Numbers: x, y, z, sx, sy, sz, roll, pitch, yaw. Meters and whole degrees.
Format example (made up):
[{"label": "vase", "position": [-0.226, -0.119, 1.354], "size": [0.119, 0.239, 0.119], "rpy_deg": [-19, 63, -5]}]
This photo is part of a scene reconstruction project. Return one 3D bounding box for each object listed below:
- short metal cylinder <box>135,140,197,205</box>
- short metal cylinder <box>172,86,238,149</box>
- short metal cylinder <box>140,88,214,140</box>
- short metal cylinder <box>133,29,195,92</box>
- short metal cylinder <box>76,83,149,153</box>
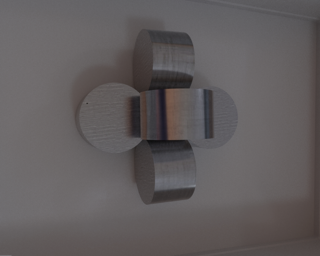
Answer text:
[{"label": "short metal cylinder", "position": [0.004, 0.051, 0.381], "size": [0.050, 0.080, 0.080], "rpy_deg": [-2, 91, -21]}, {"label": "short metal cylinder", "position": [0.056, -0.013, 0.415], "size": [0.081, 0.050, 0.080], "rpy_deg": [0, 90, -20]}, {"label": "short metal cylinder", "position": [0.019, -0.014, 0.339], "size": [0.081, 0.080, 0.050], "rpy_deg": [-1, 90, -20]}, {"label": "short metal cylinder", "position": [0.002, -0.078, 0.380], "size": [0.050, 0.080, 0.080], "rpy_deg": [-2, 91, -21]}, {"label": "short metal cylinder", "position": [-0.058, -0.012, 0.374], "size": [0.081, 0.050, 0.080], "rpy_deg": [0, 90, -20]}]
